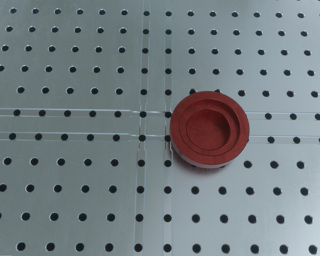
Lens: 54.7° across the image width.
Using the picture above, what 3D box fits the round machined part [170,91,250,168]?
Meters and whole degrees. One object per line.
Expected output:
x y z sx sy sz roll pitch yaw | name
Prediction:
0.062 0.005 0.402 0.099 0.042 0.098 0 70 -1 | round machined part
